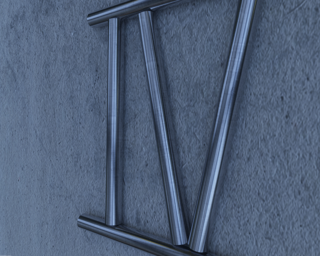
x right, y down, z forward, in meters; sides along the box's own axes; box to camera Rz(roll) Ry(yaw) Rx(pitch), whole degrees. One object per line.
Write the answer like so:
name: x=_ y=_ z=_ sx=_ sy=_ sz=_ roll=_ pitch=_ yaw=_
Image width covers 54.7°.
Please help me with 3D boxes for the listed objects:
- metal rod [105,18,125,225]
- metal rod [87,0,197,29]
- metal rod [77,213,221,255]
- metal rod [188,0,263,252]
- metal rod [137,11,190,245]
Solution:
metal rod: x=-0.066 y=-0.009 z=0.458 sx=0.025 sy=0.025 sz=0.298 roll=1 pitch=91 yaw=39
metal rod: x=0.011 y=-0.167 z=0.396 sx=0.300 sy=0.025 sz=0.025 roll=2 pitch=91 yaw=39
metal rod: x=-0.009 y=0.155 z=0.410 sx=0.300 sy=0.025 sz=0.025 roll=2 pitch=91 yaw=39
metal rod: x=0.072 y=-0.005 z=0.345 sx=0.025 sy=0.025 sz=0.298 roll=17 pitch=101 yaw=38
metal rod: x=0.004 y=-0.006 z=0.400 sx=0.025 sy=0.025 sz=0.298 roll=-15 pitch=81 yaw=39
